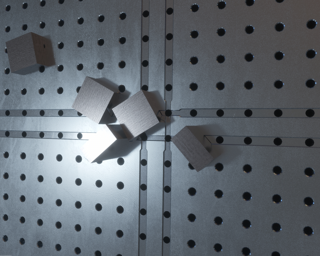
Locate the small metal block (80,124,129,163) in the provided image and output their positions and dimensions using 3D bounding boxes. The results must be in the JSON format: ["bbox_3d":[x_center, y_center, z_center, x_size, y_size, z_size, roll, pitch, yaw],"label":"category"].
[{"bbox_3d":[-0.072,0.020,0.423,0.050,0.050,0.025,-41,77,15],"label":"small metal block"}]

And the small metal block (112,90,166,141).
[{"bbox_3d":[-0.029,-0.017,0.422,0.050,0.025,0.050,-31,80,17],"label":"small metal block"}]

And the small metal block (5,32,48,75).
[{"bbox_3d":[-0.208,-0.115,0.484,0.050,0.025,0.050,-14,86,19],"label":"small metal block"}]

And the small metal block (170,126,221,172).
[{"bbox_3d":[0.045,0.024,0.383,0.025,0.050,0.050,-43,77,15],"label":"small metal block"}]

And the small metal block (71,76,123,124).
[{"bbox_3d":[-0.090,-0.039,0.443,0.050,0.025,0.050,31,100,17],"label":"small metal block"}]
